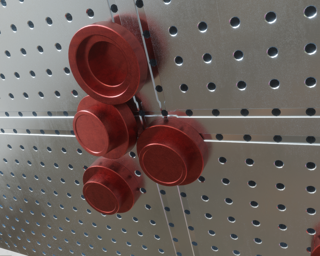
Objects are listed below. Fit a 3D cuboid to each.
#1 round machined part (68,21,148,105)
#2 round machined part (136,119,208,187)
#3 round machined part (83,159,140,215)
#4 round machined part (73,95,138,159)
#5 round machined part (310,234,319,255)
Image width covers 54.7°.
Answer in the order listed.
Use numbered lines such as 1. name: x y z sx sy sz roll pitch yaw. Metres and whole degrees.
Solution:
1. round machined part: -0.059 -0.081 0.380 0.098 0.042 0.097 13 124 20
2. round machined part: 0.011 0.040 0.418 0.098 0.042 0.097 13 124 20
3. round machined part: -0.086 0.103 0.507 0.098 0.042 0.097 13 124 20
4. round machined part: -0.082 0.001 0.431 0.098 0.042 0.097 17 122 30
5. round machined part: 0.240 0.173 0.381 0.098 0.042 0.097 13 124 20
